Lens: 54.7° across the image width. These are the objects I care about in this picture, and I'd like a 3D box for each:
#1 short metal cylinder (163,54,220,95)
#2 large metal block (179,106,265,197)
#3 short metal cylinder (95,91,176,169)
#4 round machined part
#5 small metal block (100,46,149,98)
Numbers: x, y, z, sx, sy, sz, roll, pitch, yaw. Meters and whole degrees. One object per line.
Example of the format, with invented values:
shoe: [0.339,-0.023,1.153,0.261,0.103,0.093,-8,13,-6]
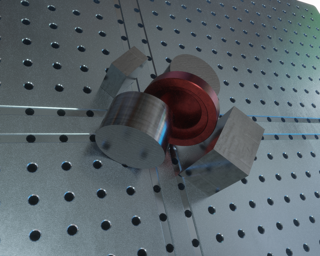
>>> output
short metal cylinder: [0.040,-0.060,0.451,0.081,0.050,0.080,14,56,-21]
large metal block: [0.080,0.031,0.399,0.050,0.080,0.080,37,51,-4]
short metal cylinder: [-0.027,0.004,0.357,0.080,0.080,0.050,28,52,-12]
round machined part: [0.027,-0.028,0.395,0.098,0.097,0.042,36,39,-5]
small metal block: [-0.048,-0.074,0.413,0.025,0.050,0.050,41,51,-1]
